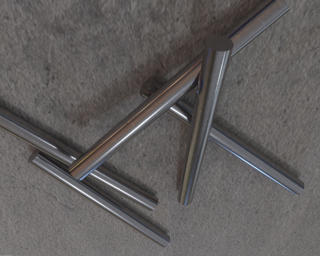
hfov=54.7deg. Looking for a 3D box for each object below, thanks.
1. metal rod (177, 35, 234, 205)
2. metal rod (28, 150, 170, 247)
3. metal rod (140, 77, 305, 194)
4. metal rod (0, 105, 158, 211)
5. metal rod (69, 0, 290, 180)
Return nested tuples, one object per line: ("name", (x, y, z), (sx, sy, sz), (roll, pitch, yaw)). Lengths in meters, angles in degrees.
("metal rod", (0.047, 0.019, 0.393), (0.025, 0.025, 0.298), (2, 140, -2))
("metal rod", (-0.084, 0.127, 0.514), (0.025, 0.025, 0.300), (-32, 124, 24))
("metal rod", (0.100, 0.022, 0.427), (0.301, 0.025, 0.025), (31, 123, -25))
("metal rod", (-0.119, 0.047, 0.445), (0.301, 0.025, 0.025), (36, 121, -27))
("metal rod", (0.007, -0.035, 0.346), (0.300, 0.025, 0.025), (-39, 121, 17))
